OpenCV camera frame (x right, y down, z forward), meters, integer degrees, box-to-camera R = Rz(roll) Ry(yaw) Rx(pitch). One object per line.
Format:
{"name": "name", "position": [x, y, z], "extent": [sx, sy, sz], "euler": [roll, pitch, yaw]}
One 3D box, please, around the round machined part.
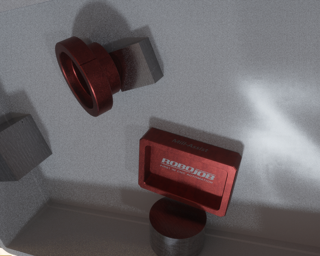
{"name": "round machined part", "position": [-0.084, -0.066, 0.381], "extent": [0.098, 0.042, 0.097], "euler": [44, 153, 30]}

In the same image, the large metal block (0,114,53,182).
{"name": "large metal block", "position": [-0.243, 0.033, 0.518], "extent": [0.050, 0.080, 0.080], "euler": [-8, 115, 31]}

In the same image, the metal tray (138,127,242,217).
{"name": "metal tray", "position": [0.036, 0.059, 0.422], "extent": [0.130, 0.030, 0.089], "euler": [16, 125, 18]}

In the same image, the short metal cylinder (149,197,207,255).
{"name": "short metal cylinder", "position": [0.025, 0.144, 0.448], "extent": [0.080, 0.080, 0.050], "euler": [14, 124, 20]}

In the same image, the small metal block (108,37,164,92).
{"name": "small metal block", "position": [-0.031, -0.076, 0.376], "extent": [0.050, 0.025, 0.050], "euler": [-10, 114, 32]}
